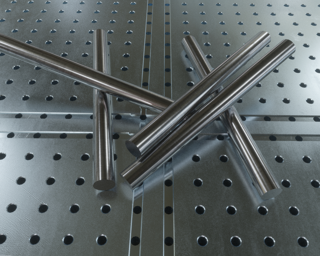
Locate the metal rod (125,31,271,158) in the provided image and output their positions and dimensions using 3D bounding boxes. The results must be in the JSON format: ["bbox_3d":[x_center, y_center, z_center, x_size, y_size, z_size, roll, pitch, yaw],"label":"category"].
[{"bbox_3d":[0.069,-0.061,0.425,0.025,0.025,0.302,34,56,25],"label":"metal rod"}]

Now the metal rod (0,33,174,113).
[{"bbox_3d":[-0.095,-0.069,0.426,0.301,0.025,0.025,21,52,2],"label":"metal rod"}]

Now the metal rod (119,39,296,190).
[{"bbox_3d":[0.073,-0.028,0.402,0.301,0.025,0.025,-39,60,-18],"label":"metal rod"}]

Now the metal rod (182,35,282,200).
[{"bbox_3d":[0.087,-0.037,0.439,0.025,0.025,0.300,-11,51,-10],"label":"metal rod"}]

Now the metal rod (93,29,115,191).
[{"bbox_3d":[-0.084,-0.049,0.447,0.025,0.025,0.300,-6,50,-5],"label":"metal rod"}]
